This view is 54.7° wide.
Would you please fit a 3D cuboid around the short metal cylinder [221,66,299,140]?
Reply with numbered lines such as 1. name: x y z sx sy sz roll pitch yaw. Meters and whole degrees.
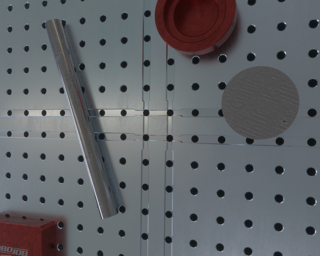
1. short metal cylinder: 0.116 -0.027 0.358 0.080 0.050 0.079 0 90 20

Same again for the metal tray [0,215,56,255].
1. metal tray: -0.229 0.191 0.491 0.130 0.030 0.089 -1 90 19

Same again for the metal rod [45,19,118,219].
1. metal rod: -0.116 -0.017 0.453 0.025 0.025 0.299 -20 84 19

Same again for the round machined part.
1. round machined part: 0.047 -0.139 0.387 0.098 0.042 0.097 0 90 20
